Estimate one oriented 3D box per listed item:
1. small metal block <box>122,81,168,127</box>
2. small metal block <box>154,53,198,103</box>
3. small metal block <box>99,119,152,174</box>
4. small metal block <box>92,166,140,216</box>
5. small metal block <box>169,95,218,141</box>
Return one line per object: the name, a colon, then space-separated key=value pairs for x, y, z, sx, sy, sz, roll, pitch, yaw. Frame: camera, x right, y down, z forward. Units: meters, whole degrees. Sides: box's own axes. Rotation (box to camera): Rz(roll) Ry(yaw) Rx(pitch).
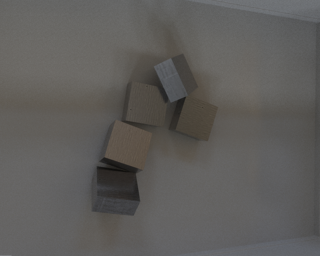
small metal block: x=-0.019 y=-0.030 z=0.403 sx=0.050 sy=0.025 sz=0.050 roll=10 pitch=87 yaw=-20
small metal block: x=0.022 y=-0.066 z=0.404 sx=0.050 sy=0.025 sz=0.050 roll=64 pitch=27 yaw=-9
small metal block: x=-0.042 y=0.024 z=0.387 sx=0.050 sy=0.025 sz=0.050 roll=21 pitch=64 yaw=-19
small metal block: x=-0.055 y=0.076 z=0.374 sx=0.050 sy=0.050 sz=0.025 roll=12 pitch=121 yaw=-20
small metal block: x=0.046 y=-0.013 z=0.427 sx=0.050 sy=0.025 sz=0.050 roll=20 pitch=83 yaw=-19
